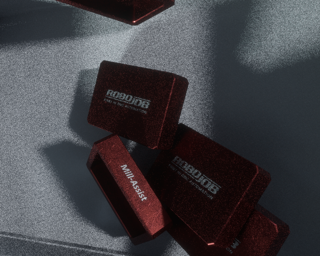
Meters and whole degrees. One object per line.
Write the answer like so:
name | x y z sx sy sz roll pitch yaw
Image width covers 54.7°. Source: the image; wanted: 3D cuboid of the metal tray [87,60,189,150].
metal tray | -0.033 -0.033 0.399 0.130 0.030 0.089 18 96 37

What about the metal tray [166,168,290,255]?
metal tray | 0.066 0.111 0.353 0.130 0.030 0.090 35 101 45

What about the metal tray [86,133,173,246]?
metal tray | -0.044 0.081 0.394 0.130 0.030 0.090 56 151 11

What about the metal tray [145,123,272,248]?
metal tray | 0.046 0.058 0.350 0.130 0.030 0.090 33 92 49

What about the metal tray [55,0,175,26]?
metal tray | -0.058 -0.163 0.359 0.090 0.131 0.030 -4 83 53
